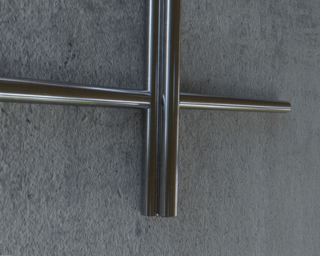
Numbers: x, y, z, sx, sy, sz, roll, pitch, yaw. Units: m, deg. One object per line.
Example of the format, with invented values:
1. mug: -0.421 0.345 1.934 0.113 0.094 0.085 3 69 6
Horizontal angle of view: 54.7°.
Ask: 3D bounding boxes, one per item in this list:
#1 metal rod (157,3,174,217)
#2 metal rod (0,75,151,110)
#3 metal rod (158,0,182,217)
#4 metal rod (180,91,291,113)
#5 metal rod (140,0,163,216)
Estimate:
1. metal rod: 0.009 -0.033 0.417 0.025 0.025 0.298 2 89 -40
2. metal rod: -0.134 -0.036 0.294 0.302 0.025 0.025 0 90 -40
3. metal rod: 0.013 -0.040 0.392 0.025 0.025 0.298 2 89 -40
4. metal rod: 0.135 -0.040 0.522 0.302 0.025 0.025 -1 91 -40
5. metal rod: -0.010 -0.039 0.401 0.025 0.025 0.298 2 89 -40
